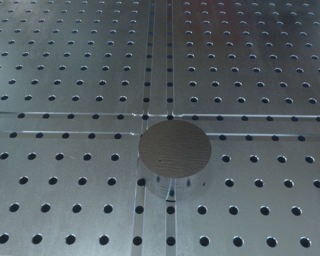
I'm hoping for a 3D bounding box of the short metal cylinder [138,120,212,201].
[{"bbox_3d":[0.017,0.037,0.360,0.081,0.050,0.080,0,50,0],"label":"short metal cylinder"}]
